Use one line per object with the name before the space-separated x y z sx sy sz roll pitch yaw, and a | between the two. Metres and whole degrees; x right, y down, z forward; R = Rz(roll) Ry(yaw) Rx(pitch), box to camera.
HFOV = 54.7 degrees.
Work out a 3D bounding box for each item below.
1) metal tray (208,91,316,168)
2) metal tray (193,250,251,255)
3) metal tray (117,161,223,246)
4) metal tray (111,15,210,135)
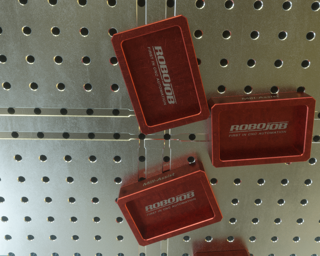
metal tray | 0.132 0.003 0.413 0.131 0.030 0.089 -4 110 1
metal tray | 0.104 0.265 0.509 0.091 0.030 0.129 -4 110 1
metal tray | 0.015 0.111 0.452 0.130 0.030 0.090 -21 109 7
metal tray | 0.003 -0.064 0.387 0.090 0.030 0.129 -15 110 5
